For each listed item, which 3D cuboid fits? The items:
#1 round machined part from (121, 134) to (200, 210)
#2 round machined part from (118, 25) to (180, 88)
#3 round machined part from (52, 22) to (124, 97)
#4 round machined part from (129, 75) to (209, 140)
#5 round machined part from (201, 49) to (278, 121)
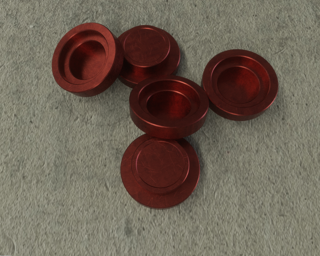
[{"bbox_3d":[0.000,0.049,0.382,0.099,0.042,0.098,0,70,-1],"label":"round machined part"},{"bbox_3d":[-0.020,-0.105,0.438,0.099,0.042,0.098,0,70,-1],"label":"round machined part"},{"bbox_3d":[-0.093,-0.088,0.420,0.098,0.042,0.098,-5,76,20],"label":"round machined part"},{"bbox_3d":[0.011,-0.022,0.397,0.099,0.042,0.098,2,47,-2],"label":"round machined part"},{"bbox_3d":[0.105,-0.054,0.421,0.099,0.042,0.098,0,70,-1],"label":"round machined part"}]
